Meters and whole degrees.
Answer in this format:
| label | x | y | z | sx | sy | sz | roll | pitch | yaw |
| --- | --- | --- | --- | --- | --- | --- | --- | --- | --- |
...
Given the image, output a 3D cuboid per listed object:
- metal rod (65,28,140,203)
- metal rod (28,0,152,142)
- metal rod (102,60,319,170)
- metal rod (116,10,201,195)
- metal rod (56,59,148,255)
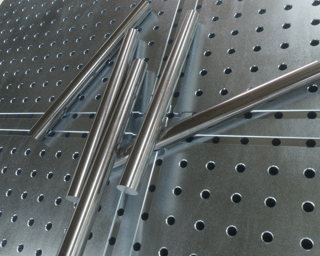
| label | x | y | z | sx | sy | sz | roll | pitch | yaw |
| --- | --- | --- | --- | --- | --- | --- | --- | --- | --- |
| metal rod | -0.073 | -0.038 | 0.447 | 0.025 | 0.025 | 0.300 | -6 | 53 | 25 |
| metal rod | -0.114 | -0.102 | 0.528 | 0.025 | 0.025 | 0.300 | 30 | 78 | 37 |
| metal rod | 0.048 | -0.006 | 0.385 | 0.301 | 0.025 | 0.025 | -24 | 53 | 13 |
| metal rod | 0.008 | -0.054 | 0.413 | 0.025 | 0.025 | 0.300 | 1 | 55 | 28 |
| metal rod | -0.062 | 0.018 | 0.396 | 0.025 | 0.025 | 0.300 | -5 | 49 | 25 |
